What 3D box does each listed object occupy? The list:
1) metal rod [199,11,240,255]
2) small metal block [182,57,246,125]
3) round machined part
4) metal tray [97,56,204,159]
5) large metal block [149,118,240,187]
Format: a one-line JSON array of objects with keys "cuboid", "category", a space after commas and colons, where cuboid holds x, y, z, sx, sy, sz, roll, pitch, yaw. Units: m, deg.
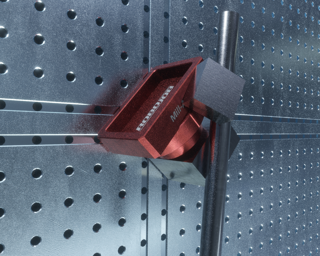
[{"cuboid": [0.070, 0.011, 0.366, 0.025, 0.025, 0.298, 9, 84, -40], "category": "metal rod"}, {"cuboid": [0.058, -0.039, 0.332, 0.050, 0.025, 0.050, 27, 70, -17], "category": "small metal block"}, {"cuboid": [0.012, -0.001, 0.379, 0.042, 0.098, 0.098, 50, 60, -29], "category": "round machined part"}, {"cuboid": [-0.005, -0.026, 0.364, 0.030, 0.090, 0.130, 51, 60, -28], "category": "metal tray"}, {"cuboid": [0.045, 0.027, 0.410, 0.050, 0.080, 0.080, 51, 60, -29], "category": "large metal block"}]
